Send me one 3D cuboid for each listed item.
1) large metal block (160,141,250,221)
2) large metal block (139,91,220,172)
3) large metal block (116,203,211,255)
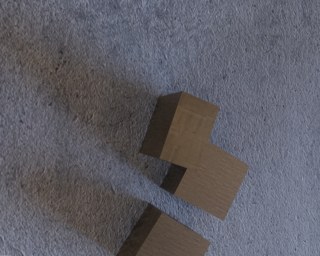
[{"bbox_3d":[0.060,0.066,0.418,0.080,0.050,0.080,31,80,-18],"label":"large metal block"},{"bbox_3d":[0.021,0.004,0.387,0.050,0.080,0.080,21,83,-19],"label":"large metal block"},{"bbox_3d":[0.004,0.156,0.397,0.080,0.050,0.080,36,78,-17],"label":"large metal block"}]
